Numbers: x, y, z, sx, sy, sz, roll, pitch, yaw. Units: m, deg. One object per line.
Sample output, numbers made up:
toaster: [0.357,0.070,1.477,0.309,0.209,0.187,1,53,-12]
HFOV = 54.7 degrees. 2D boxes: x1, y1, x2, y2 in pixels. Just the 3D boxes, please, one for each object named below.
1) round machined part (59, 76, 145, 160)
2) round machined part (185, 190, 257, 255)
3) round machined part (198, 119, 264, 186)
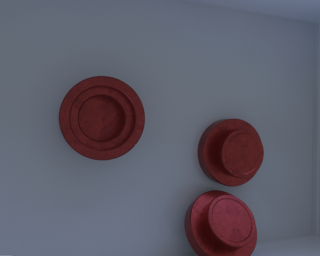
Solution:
round machined part: [-0.071,-0.011,0.376,0.099,0.042,0.097,0,90,-21]
round machined part: [0.086,0.128,0.410,0.099,0.042,0.098,11,52,-15]
round machined part: [0.108,0.035,0.443,0.099,0.042,0.097,0,90,-21]
